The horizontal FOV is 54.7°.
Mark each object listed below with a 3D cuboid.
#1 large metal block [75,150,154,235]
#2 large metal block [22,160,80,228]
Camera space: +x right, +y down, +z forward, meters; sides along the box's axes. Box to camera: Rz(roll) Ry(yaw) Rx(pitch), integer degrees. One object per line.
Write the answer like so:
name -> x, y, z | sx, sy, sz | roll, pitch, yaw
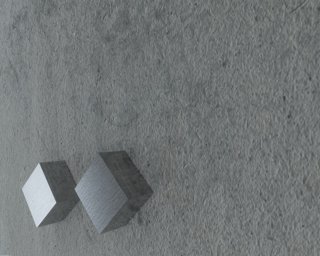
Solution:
large metal block -> -0.068, 0.090, 0.445 | 0.080, 0.050, 0.080 | 51, 120, 27
large metal block -> -0.192, 0.115, 0.548 | 0.080, 0.050, 0.080 | -49, 61, 29
